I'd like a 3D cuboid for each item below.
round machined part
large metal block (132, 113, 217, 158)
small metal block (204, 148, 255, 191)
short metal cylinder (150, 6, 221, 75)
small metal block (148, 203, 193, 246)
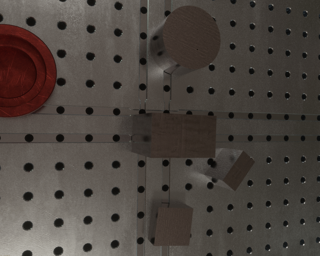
[{"bbox_3d":[-0.167,-0.060,0.342,0.099,0.042,0.097,0,90,-21],"label":"round machined part"},{"bbox_3d":[0.015,0.009,0.390,0.081,0.080,0.050,2,90,-20],"label":"large metal block"},{"bbox_3d":[0.097,0.057,0.437,0.025,0.050,0.050,42,77,-16],"label":"small metal block"},{"bbox_3d":[0.033,-0.114,0.412,0.081,0.050,0.079,0,90,-21],"label":"short metal cylinder"},{"bbox_3d":[0.014,0.130,0.419,0.050,0.025,0.050,8,88,-20],"label":"small metal block"}]
